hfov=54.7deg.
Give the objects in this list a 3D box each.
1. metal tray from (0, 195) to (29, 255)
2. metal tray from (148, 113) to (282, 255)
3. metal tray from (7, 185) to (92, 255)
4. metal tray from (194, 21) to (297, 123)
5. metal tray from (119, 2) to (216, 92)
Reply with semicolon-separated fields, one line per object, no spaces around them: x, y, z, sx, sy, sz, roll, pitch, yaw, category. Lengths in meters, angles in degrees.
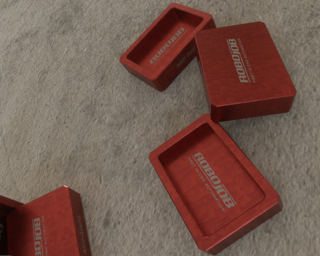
-0.201;0.151;0.372;0.030;0.090;0.130;-16;55;19;metal tray
0.054;0.055;0.337;0.090;0.030;0.130;-36;51;4;metal tray
-0.133;0.146;0.371;0.090;0.030;0.130;-26;54;4;metal tray
0.096;-0.072;0.373;0.091;0.030;0.130;-8;54;3;metal tray
0.012;-0.126;0.470;0.130;0.030;0.090;-48;52;-6;metal tray
